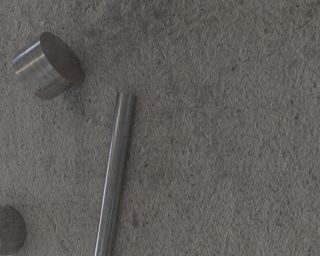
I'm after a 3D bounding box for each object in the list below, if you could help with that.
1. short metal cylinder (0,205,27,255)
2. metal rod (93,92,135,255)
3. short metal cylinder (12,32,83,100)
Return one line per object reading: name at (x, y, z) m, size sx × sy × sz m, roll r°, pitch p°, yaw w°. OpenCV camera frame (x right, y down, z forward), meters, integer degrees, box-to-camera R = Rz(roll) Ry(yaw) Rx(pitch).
short metal cylinder at (-0.261, 0.168, 0.488) m, size 0.080 × 0.050 × 0.079 m, roll 0°, pitch 90°, yaw 20°
metal rod at (-0.069, 0.100, 0.433) m, size 0.025 × 0.025 × 0.298 m, roll 10°, pitch 93°, yaw 19°
short metal cylinder at (-0.155, -0.086, 0.434) m, size 0.050 × 0.080 × 0.080 m, roll -28°, pitch 81°, yaw 18°
